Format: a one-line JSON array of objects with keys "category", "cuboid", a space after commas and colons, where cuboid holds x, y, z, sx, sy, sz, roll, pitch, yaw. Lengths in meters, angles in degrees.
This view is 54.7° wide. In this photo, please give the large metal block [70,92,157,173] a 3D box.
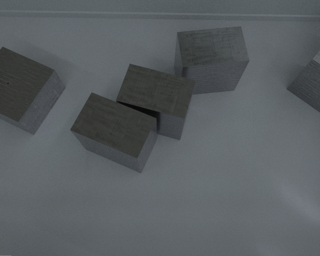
[{"category": "large metal block", "cuboid": [-0.051, 0.009, 0.377, 0.080, 0.080, 0.050, 22, 72, 7]}]

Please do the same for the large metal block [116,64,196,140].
[{"category": "large metal block", "cuboid": [-0.004, -0.030, 0.391, 0.080, 0.080, 0.050, 15, 71, 5]}]

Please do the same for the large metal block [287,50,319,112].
[{"category": "large metal block", "cuboid": [0.229, -0.062, 0.406, 0.080, 0.080, 0.050, 40, 75, 13]}]

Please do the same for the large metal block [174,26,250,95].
[{"category": "large metal block", "cuboid": [0.064, -0.086, 0.413, 0.081, 0.080, 0.050, -6, 70, -3]}]

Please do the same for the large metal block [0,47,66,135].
[{"category": "large metal block", "cuboid": [-0.188, -0.049, 0.412, 0.080, 0.050, 0.080, 25, 72, 8]}]
